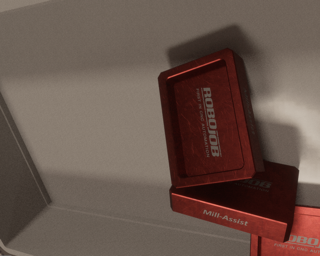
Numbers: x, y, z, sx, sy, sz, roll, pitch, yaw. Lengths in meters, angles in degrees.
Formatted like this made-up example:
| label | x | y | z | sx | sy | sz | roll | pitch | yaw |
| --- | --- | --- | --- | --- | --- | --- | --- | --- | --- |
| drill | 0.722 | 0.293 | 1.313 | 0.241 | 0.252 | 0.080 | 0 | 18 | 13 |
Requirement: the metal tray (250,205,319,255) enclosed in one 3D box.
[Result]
| label | x | y | z | sx | sy | sz | roll | pitch | yaw |
| --- | --- | --- | --- | --- | --- | --- | --- | --- | --- |
| metal tray | 0.176 | 0.138 | 0.365 | 0.130 | 0.030 | 0.090 | 0 | 80 | 27 |

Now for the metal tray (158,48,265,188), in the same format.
| label | x | y | z | sx | sy | sz | roll | pitch | yaw |
| --- | --- | --- | --- | --- | --- | --- | --- | --- | --- |
| metal tray | 0.050 | -0.007 | 0.326 | 0.090 | 0.030 | 0.129 | -15 | 75 | 31 |

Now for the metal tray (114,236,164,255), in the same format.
| label | x | y | z | sx | sy | sz | roll | pitch | yaw |
| --- | --- | --- | --- | --- | --- | --- | --- | --- | --- |
| metal tray | -0.025 | 0.269 | 0.586 | 0.130 | 0.030 | 0.089 | 22 | 127 | 14 |

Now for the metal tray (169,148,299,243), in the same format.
| label | x | y | z | sx | sy | sz | roll | pitch | yaw |
| --- | --- | --- | --- | --- | --- | --- | --- | --- | --- |
| metal tray | 0.087 | 0.071 | 0.362 | 0.130 | 0.090 | 0.030 | 11 | 127 | 22 |
